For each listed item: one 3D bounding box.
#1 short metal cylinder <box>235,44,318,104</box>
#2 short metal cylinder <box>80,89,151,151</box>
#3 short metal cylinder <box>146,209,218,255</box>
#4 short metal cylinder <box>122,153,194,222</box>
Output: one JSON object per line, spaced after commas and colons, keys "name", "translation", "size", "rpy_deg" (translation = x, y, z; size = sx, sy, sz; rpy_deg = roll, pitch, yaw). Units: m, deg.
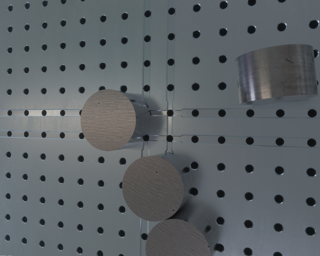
{"name": "short metal cylinder", "translation": [0.126, -0.055, 0.339], "size": [0.080, 0.080, 0.050], "rpy_deg": [-6, 88, 20]}
{"name": "short metal cylinder", "translation": [-0.059, -0.010, 0.420], "size": [0.080, 0.050, 0.079], "rpy_deg": [0, 90, 20]}
{"name": "short metal cylinder", "translation": [0.029, 0.147, 0.389], "size": [0.080, 0.050, 0.079], "rpy_deg": [0, 90, 20]}
{"name": "short metal cylinder", "translation": [-0.001, 0.074, 0.400], "size": [0.080, 0.050, 0.079], "rpy_deg": [0, 90, 20]}
